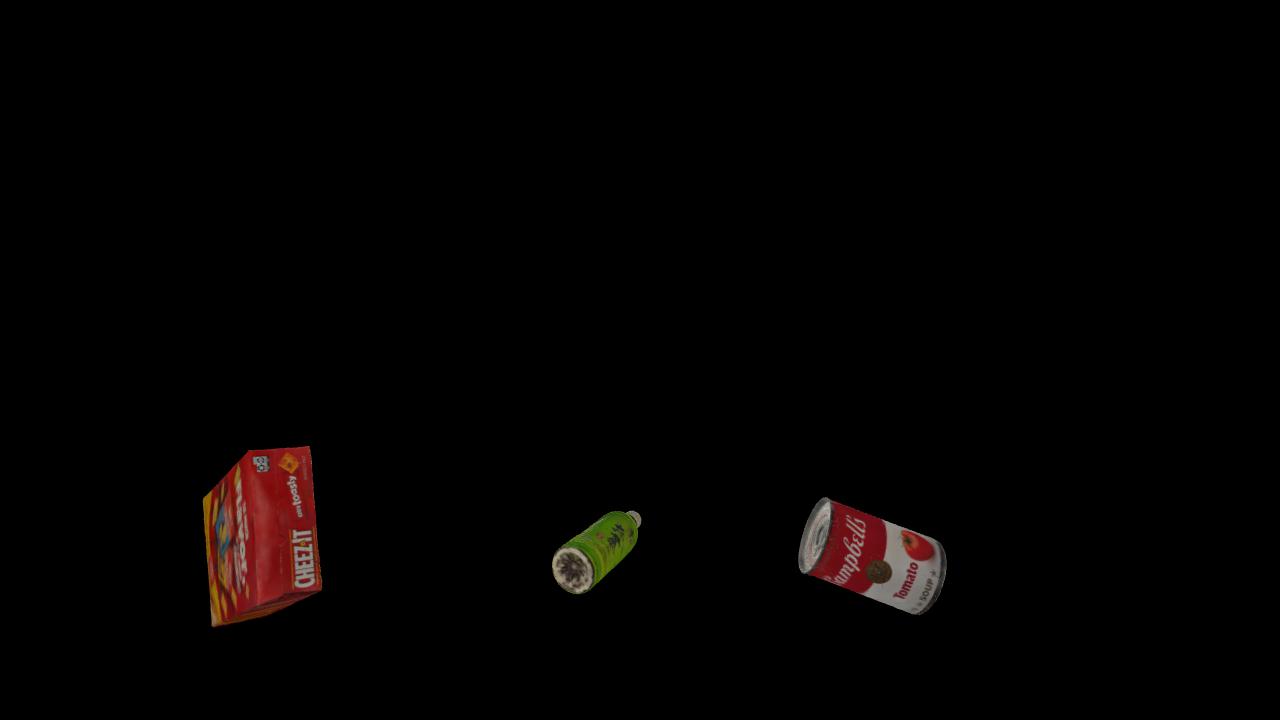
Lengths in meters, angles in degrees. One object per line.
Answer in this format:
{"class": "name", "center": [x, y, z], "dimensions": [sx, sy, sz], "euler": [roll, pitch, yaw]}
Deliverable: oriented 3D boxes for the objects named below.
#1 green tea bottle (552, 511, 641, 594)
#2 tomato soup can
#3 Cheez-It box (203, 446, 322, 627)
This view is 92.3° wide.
{"class": "green tea bottle", "center": [-0.052, 0.275, 0.922], "dimensions": [0.073, 0.073, 0.212], "euler": [0, 4, 21]}
{"class": "tomato soup can", "center": [0.196, 0.167, 0.525], "dimensions": [0.101, 0.068, 0.068], "euler": [21, 1, 3]}
{"class": "Cheez-It box", "center": [-0.451, 0.212, 0.727], "dimensions": [0.071, 0.166, 0.223], "euler": [2, -25, -45]}
